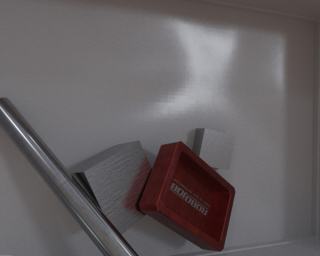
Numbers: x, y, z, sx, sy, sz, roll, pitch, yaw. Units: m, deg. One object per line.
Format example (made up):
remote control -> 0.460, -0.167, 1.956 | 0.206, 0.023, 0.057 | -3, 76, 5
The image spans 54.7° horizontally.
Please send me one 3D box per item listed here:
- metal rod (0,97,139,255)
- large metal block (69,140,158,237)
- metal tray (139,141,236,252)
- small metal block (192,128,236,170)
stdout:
metal rod -> -0.079, 0.081, 0.316 | 0.025, 0.025, 0.300 | -40, 78, -16
large metal block -> -0.052, 0.070, 0.364 | 0.081, 0.050, 0.080 | -30, 101, -41
metal tray -> 0.041, 0.088, 0.391 | 0.130, 0.030, 0.090 | 41, 54, -31
small metal block -> 0.075, 0.030, 0.440 | 0.050, 0.025, 0.050 | 13, 86, -20
